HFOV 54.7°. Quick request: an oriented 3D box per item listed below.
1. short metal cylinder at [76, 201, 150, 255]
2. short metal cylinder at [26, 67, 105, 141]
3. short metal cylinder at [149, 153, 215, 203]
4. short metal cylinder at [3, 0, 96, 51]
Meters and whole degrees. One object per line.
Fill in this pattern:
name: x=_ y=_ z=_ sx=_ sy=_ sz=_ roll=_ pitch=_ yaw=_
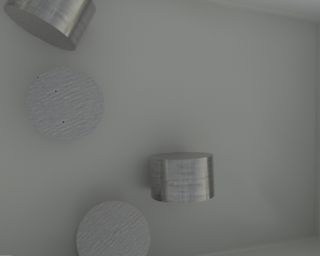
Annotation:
short metal cylinder: x=-0.056 y=0.131 z=0.360 sx=0.081 sy=0.050 sz=0.080 roll=7 pitch=61 yaw=-13
short metal cylinder: x=-0.109 y=-0.026 z=0.357 sx=0.081 sy=0.050 sz=0.080 roll=0 pitch=90 yaw=-20
short metal cylinder: x=0.028 y=0.060 z=0.391 sx=0.081 sy=0.080 sz=0.050 roll=-3 pitch=91 yaw=-20
short metal cylinder: x=-0.118 y=-0.128 z=0.337 sx=0.080 sy=0.080 sz=0.050 roll=27 pitch=81 yaw=-18
